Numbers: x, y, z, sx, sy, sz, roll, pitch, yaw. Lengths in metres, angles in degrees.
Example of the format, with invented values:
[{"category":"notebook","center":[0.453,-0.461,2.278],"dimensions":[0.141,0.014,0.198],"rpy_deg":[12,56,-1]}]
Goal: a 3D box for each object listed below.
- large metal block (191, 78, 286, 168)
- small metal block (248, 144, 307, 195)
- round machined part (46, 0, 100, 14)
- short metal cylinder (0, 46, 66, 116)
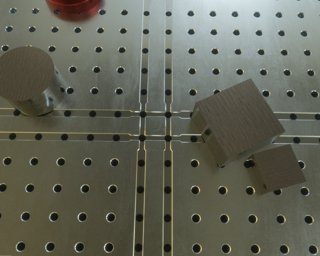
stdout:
[{"category":"large metal block","center":[0.098,-0.006,0.402],"dimensions":[0.080,0.050,0.080],"rpy_deg":[-24,72,-9]},{"category":"small metal block","center":[0.148,0.053,0.394],"dimensions":[0.050,0.025,0.050],"rpy_deg":[-14,71,-6]},{"category":"round machined part","center":[-0.140,-0.232,0.486],"dimensions":[0.099,0.042,0.098],"rpy_deg":[0,70,-1]},{"category":"short metal cylinder","center":[-0.176,-0.062,0.419],"dimensions":[0.081,0.050,0.080],"rpy_deg":[0,70,0]}]
